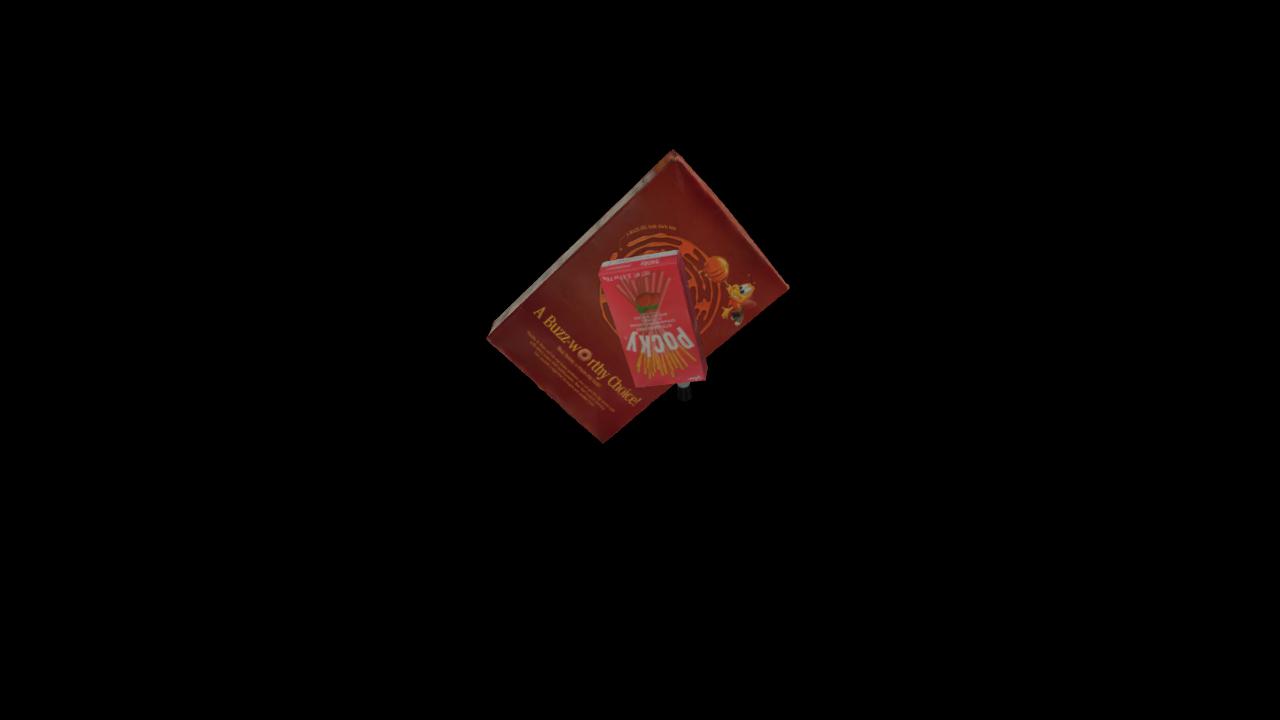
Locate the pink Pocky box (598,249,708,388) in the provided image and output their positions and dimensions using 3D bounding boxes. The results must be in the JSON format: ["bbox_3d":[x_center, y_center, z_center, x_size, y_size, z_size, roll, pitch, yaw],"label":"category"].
[{"bbox_3d":[0.017,-0.039,0.657,0.084,0.155,0.029,-6,37,15],"label":"pink Pocky box"}]

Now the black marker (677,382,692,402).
[{"bbox_3d":[0.050,0.006,0.727,0.020,0.121,0.020,-4,43,4],"label":"black marker"}]

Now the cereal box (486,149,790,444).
[{"bbox_3d":[-0.004,-0.067,0.739,0.306,0.203,0.081,-42,19,14],"label":"cereal box"}]
